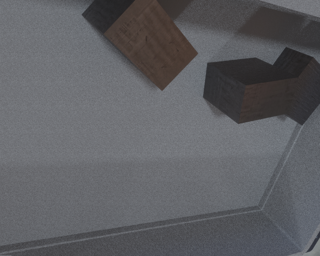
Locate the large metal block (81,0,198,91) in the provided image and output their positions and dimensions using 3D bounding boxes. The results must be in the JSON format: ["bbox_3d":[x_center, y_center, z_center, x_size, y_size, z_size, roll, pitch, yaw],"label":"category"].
[{"bbox_3d":[-0.021,-0.093,0.304,0.050,0.080,0.080,-46,129,4],"label":"large metal block"}]

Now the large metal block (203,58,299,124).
[{"bbox_3d":[0.114,-0.052,0.403,0.081,0.080,0.050,-11,123,-23],"label":"large metal block"}]

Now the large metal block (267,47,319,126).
[{"bbox_3d":[0.202,-0.061,0.465,0.080,0.050,0.080,25,105,-37],"label":"large metal block"}]
